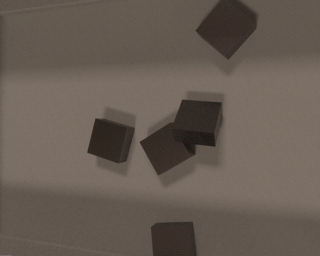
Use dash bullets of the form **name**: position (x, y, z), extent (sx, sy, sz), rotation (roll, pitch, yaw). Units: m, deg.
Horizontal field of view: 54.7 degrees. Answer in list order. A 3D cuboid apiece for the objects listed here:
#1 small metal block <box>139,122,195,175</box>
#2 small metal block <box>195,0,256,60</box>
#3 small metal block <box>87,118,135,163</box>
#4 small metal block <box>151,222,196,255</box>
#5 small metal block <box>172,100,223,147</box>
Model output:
- **small metal block**: position (0.010, 0.027, 0.406), extent (0.050, 0.025, 0.050), rotation (-33, 80, 17)
- **small metal block**: position (0.081, -0.121, 0.382), extent (0.050, 0.025, 0.050), rotation (45, 103, 14)
- **small metal block**: position (-0.068, 0.017, 0.433), extent (0.050, 0.025, 0.050), rotation (16, 95, 19)
- **small metal block**: position (0.018, 0.150, 0.400), extent (0.050, 0.025, 0.050), rotation (-7, 83, 14)
- **small metal block**: position (0.047, -0.007, 0.379), extent (0.050, 0.025, 0.050), rotation (6, 50, 19)
